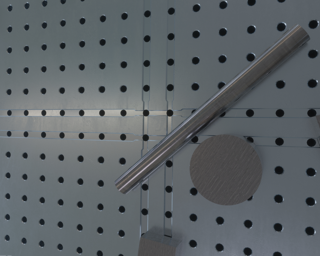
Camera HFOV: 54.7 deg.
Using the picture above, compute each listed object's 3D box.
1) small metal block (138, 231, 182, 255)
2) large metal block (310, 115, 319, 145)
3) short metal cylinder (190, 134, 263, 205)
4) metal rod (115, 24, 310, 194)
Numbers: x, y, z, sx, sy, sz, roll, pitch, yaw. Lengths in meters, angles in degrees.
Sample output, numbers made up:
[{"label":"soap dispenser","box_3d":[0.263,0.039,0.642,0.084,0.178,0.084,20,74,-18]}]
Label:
[{"label":"small metal block","box_3d":[-0.002,0.172,0.413,0.050,0.025,0.050,9,93,19]},{"label":"large metal block","box_3d":[0.215,0.014,0.323,0.080,0.050,0.080,-19,84,19]},{"label":"short metal cylinder","box_3d":[0.081,0.047,0.371,0.080,0.050,0.079,0,90,20]},{"label":"metal rod","box_3d":[0.055,-0.014,0.393,0.299,0.025,0.025,-42,77,15]}]
